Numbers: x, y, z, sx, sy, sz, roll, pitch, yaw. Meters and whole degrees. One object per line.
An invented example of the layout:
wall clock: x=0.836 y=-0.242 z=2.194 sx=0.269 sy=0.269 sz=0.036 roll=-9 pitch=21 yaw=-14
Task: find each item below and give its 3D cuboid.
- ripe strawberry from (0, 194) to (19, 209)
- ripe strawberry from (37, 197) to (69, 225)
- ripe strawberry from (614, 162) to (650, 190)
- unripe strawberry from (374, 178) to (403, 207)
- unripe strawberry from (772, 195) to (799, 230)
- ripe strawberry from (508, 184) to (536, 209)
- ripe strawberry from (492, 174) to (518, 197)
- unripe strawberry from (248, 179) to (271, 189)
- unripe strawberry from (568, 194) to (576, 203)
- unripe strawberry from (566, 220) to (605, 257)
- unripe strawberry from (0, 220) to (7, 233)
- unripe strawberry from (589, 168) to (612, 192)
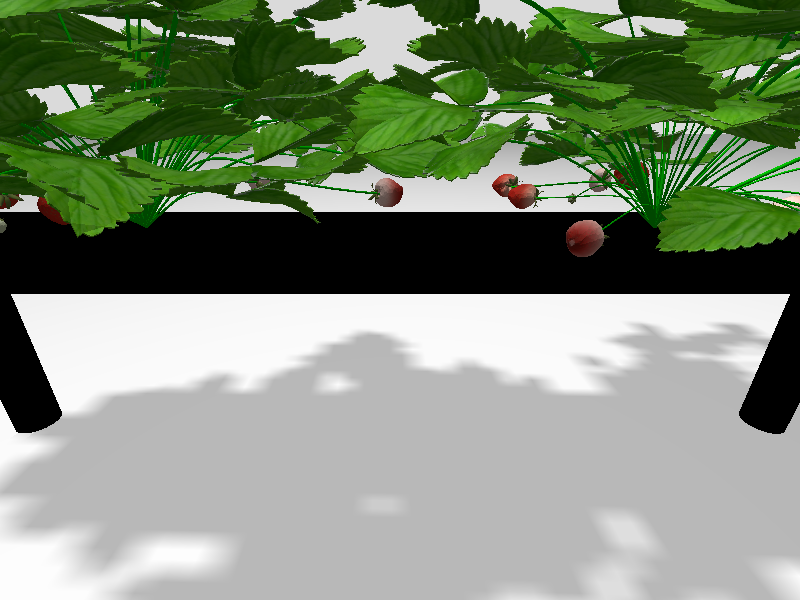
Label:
ripe strawberry: x=-0.422 y=-0.111 z=0.414 sx=0.040 sy=0.035 sz=0.040 roll=8 pitch=25 yaw=19
ripe strawberry: x=-0.311 y=-0.085 z=0.364 sx=0.034 sy=0.033 sz=0.032 roll=4 pitch=24 yaw=10
ripe strawberry: x=0.309 y=-0.167 z=0.537 sx=0.042 sy=0.037 sz=0.038 roll=9 pitch=16 yaw=20
unripe strawberry: x=-0.011 y=-0.118 z=0.441 sx=0.032 sy=0.031 sz=0.030 roll=-10 pitch=26 yaw=-23
unripe strawberry: x=0.333 y=-0.074 z=0.338 sx=0.033 sy=0.029 sz=0.033 roll=3 pitch=24 yaw=5
ripe strawberry: x=0.129 y=-0.110 z=0.423 sx=0.030 sy=0.025 sz=0.030 roll=19 pitch=30 yaw=37
ripe strawberry: x=0.127 y=-0.140 z=0.488 sx=0.031 sy=0.028 sz=0.028 roll=-15 pitch=27 yaw=-30
unripe strawberry: x=-0.175 y=-0.155 z=0.516 sx=0.037 sy=0.032 sz=0.037 roll=6 pitch=24 yaw=14
unripe strawberry: x=0.197 y=-0.117 z=0.460 sx=0.009 sy=0.010 sz=0.010 roll=-6 pitch=24 yaw=-12
unripe strawberry: x=0.124 y=-0.041 z=0.274 sx=0.027 sy=0.026 sz=0.025 roll=-19 pitch=30 yaw=-35
unripe strawberry: x=-0.338 y=-0.062 z=0.337 sx=0.010 sy=0.012 sz=0.012 roll=-4 pitch=24 yaw=-8
unripe strawberry: x=0.261 y=-0.157 z=0.523 sx=0.026 sy=0.030 sz=0.029 roll=4 pitch=17 yaw=10
